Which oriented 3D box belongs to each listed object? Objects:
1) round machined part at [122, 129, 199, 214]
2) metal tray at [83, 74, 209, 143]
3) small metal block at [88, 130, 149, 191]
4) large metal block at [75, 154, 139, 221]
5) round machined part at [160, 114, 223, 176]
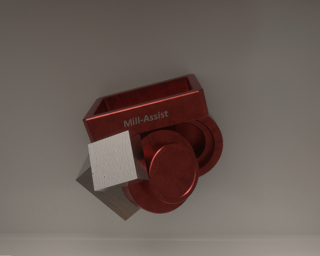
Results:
[{"bbox_3d":[0.006,0.050,0.357,0.099,0.042,0.097,1,88,-33],"label":"round machined part"},{"bbox_3d":[-0.015,-0.026,0.365,0.131,0.090,0.030,-14,110,4],"label":"metal tray"},{"bbox_3d":[-0.044,0.036,0.324,0.050,0.025,0.050,-19,71,19],"label":"small metal block"},{"bbox_3d":[-0.052,0.057,0.401,0.050,0.080,0.080,-42,105,14],"label":"large metal block"},{"bbox_3d":[0.030,0.016,0.408,0.099,0.042,0.097,0,110,-1],"label":"round machined part"}]
